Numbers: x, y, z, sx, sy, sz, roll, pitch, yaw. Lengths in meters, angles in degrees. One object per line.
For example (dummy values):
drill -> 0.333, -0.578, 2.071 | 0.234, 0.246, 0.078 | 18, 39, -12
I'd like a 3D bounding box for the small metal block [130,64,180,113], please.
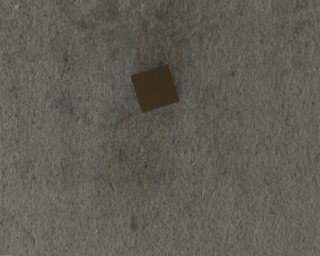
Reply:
small metal block -> -0.006, -0.051, 0.410 | 0.050, 0.025, 0.050 | -18, 90, 0
